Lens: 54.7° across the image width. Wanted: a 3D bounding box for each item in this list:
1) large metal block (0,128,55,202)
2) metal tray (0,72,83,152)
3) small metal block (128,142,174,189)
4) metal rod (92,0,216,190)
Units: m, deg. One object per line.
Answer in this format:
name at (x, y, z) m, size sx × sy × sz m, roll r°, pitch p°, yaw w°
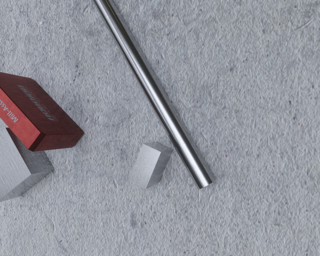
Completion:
large metal block at (-0.223, 0.055, 0.472) m, size 0.080 × 0.050 × 0.080 m, roll -37°, pitch 79°, yaw 16°
metal tray at (-0.181, -0.024, 0.436) m, size 0.130 × 0.090 × 0.030 m, roll 44°, pitch 104°, yaw 14°
small metal block at (-0.011, 0.046, 0.399) m, size 0.025 × 0.050 × 0.050 m, roll 25°, pitch 98°, yaw 18°
metal rod at (-0.013, -0.057, 0.412) m, size 0.025 × 0.025 × 0.299 m, roll -32°, pitch 80°, yaw 17°
